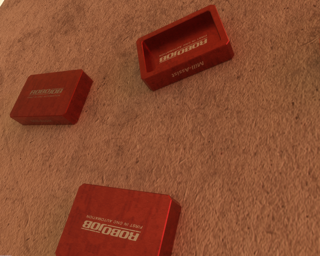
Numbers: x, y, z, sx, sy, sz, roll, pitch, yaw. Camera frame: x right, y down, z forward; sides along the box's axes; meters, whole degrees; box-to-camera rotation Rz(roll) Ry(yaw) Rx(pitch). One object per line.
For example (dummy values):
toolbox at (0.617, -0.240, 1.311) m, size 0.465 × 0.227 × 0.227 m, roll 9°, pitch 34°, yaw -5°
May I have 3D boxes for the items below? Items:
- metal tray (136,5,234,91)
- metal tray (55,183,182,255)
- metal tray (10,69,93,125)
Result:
metal tray at (0.032, -0.118, 0.455) m, size 0.130 × 0.030 × 0.090 m, roll -21°, pitch 54°, yaw 16°
metal tray at (-0.048, 0.117, 0.354) m, size 0.130 × 0.030 × 0.090 m, roll 1°, pitch 62°, yaw 28°
metal tray at (-0.186, -0.051, 0.530) m, size 0.130 × 0.030 × 0.090 m, roll 0°, pitch 62°, yaw 28°
